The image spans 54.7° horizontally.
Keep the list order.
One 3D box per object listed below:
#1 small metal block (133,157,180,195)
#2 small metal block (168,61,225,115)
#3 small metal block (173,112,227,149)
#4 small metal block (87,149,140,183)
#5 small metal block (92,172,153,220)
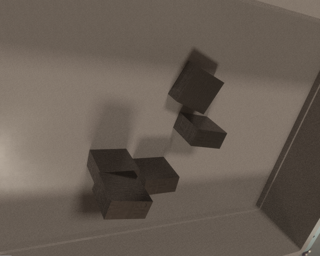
[{"bbox_3d":[-0.009,0.065,0.430,0.050,0.050,0.025,-1,119,-29],"label":"small metal block"},{"bbox_3d":[0.047,-0.052,0.404,0.050,0.025,0.050,22,106,-37],"label":"small metal block"},{"bbox_3d":[0.055,0.003,0.426,0.050,0.050,0.025,8,115,-32],"label":"small metal block"},{"bbox_3d":[-0.060,0.050,0.392,0.050,0.050,0.025,1,118,-29],"label":"small metal block"},{"bbox_3d":[-0.044,0.077,0.353,0.050,0.050,0.025,10,114,-33],"label":"small metal block"}]
